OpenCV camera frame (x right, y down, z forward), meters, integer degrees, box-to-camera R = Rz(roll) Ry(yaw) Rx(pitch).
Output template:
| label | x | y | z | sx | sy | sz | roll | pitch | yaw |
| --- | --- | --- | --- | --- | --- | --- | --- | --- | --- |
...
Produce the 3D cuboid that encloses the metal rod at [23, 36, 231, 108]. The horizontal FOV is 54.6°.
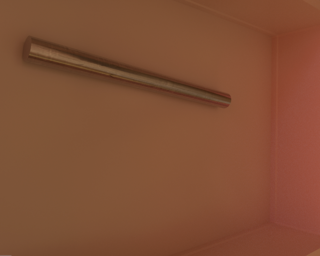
| label | x | y | z | sx | sy | sz | roll | pitch | yaw |
| --- | --- | --- | --- | --- | --- | --- | --- | --- | --- |
| metal rod | -0.013 | -0.060 | 0.394 | 0.302 | 0.025 | 0.025 | 8 | 85 | -40 |
